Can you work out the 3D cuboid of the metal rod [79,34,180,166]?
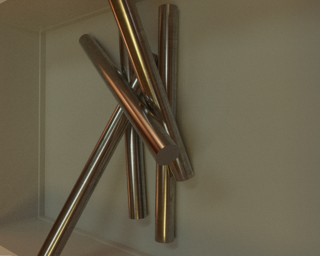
[{"bbox_3d":[-0.056,-0.058,0.397,0.025,0.025,0.300,-61,40,22],"label":"metal rod"}]

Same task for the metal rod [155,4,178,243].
[{"bbox_3d":[0.008,-0.005,0.398,0.025,0.025,0.298,2,91,39],"label":"metal rod"}]

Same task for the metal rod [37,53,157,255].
[{"bbox_3d":[-0.076,0.037,0.398,0.025,0.025,0.299,22,82,37],"label":"metal rod"}]

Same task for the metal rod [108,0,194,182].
[{"bbox_3d":[-0.019,-0.073,0.336,0.025,0.025,0.298,-4,114,40],"label":"metal rod"}]

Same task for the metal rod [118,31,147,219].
[{"bbox_3d":[-0.040,-0.025,0.437,0.025,0.025,0.298,-6,86,39],"label":"metal rod"}]
